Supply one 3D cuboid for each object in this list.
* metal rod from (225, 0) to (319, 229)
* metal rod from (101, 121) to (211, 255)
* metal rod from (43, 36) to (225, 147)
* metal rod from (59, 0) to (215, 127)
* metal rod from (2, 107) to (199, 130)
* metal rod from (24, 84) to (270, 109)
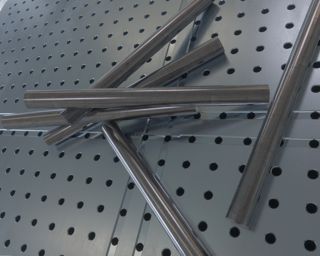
[{"bbox_3d":[0.142,-0.033,0.353,0.025,0.025,0.300,15,69,34],"label":"metal rod"},{"bbox_3d":[0.003,0.089,0.352,0.025,0.025,0.300,-41,51,1],"label":"metal rod"},{"bbox_3d":[-0.045,-0.050,0.463,0.300,0.025,0.025,-28,52,10],"label":"metal rod"},{"bbox_3d":[-0.023,-0.112,0.457,0.301,0.025,0.025,-45,50,-16],"label":"metal rod"},{"bbox_3d":[-0.096,-0.020,0.445,0.301,0.025,0.025,-4,60,16],"label":"metal rod"},{"bbox_3d":[-0.022,-0.038,0.387,0.301,0.025,0.025,0,60,7],"label":"metal rod"}]
